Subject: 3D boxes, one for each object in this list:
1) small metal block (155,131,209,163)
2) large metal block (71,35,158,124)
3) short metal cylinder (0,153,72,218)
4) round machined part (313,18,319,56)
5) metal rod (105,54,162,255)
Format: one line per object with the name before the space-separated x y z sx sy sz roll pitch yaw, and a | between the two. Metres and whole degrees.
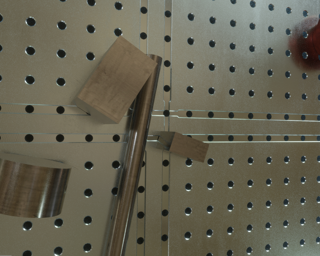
small metal block | 0.029 0.024 0.411 0.050 0.050 0.025 20 83 -19
large metal block | -0.057 -0.051 0.363 0.050 0.080 0.080 35 79 -17
short metal cylinder | -0.141 0.060 0.332 0.081 0.080 0.050 13 86 -20
round machined part | 0.297 -0.151 0.516 0.099 0.042 0.097 0 90 -21
metal rod | -0.037 0.053 0.400 0.025 0.025 0.298 12 86 -20
